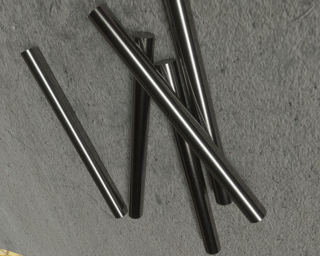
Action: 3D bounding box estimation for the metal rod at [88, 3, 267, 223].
[{"bbox_3d":[0.026,-0.009,0.353,0.025,0.025,0.300,-32,101,38],"label":"metal rod"}]

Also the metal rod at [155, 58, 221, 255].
[{"bbox_3d":[0.044,0.055,0.417,0.025,0.025,0.298,-2,118,29],"label":"metal rod"}]

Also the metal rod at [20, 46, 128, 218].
[{"bbox_3d":[-0.126,0.018,0.484,0.025,0.025,0.299,-12,113,33],"label":"metal rod"}]

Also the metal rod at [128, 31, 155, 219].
[{"bbox_3d":[-0.029,0.018,0.433,0.025,0.025,0.298,18,126,18],"label":"metal rod"}]

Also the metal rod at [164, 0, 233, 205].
[{"bbox_3d":[0.047,-0.034,0.360,0.025,0.025,0.298,-3,117,30],"label":"metal rod"}]
